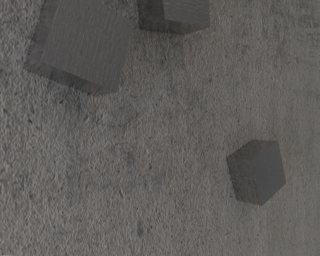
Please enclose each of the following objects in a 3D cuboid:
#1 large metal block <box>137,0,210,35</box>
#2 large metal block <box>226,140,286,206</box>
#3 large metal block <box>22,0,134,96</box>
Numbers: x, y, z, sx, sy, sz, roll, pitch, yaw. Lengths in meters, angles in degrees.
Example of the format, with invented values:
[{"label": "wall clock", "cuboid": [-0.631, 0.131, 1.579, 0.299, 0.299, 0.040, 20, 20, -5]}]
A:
[{"label": "large metal block", "cuboid": [0.017, -0.170, 0.402, 0.081, 0.050, 0.079, -7, 95, -40]}, {"label": "large metal block", "cuboid": [0.165, 0.073, 0.526, 0.081, 0.050, 0.080, -26, 107, -37]}, {"label": "large metal block", "cuboid": [-0.082, -0.086, 0.319, 0.080, 0.050, 0.080, 20, 77, -38]}]
